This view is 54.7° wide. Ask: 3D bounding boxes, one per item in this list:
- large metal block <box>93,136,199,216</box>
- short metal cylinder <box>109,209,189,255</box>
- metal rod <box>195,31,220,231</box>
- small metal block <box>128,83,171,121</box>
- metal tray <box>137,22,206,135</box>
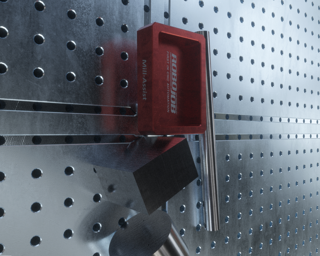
[{"bbox_3d":[-0.017,0.050,0.361,0.081,0.080,0.050,-30,109,-36],"label":"large metal block"},{"bbox_3d":[-0.012,0.144,0.365,0.080,0.080,0.050,-42,116,-32],"label":"short metal cylinder"},{"bbox_3d":[0.071,0.006,0.471,0.025,0.025,0.298,-7,94,-40],"label":"metal rod"},{"bbox_3d":[-0.005,-0.032,0.407,0.050,0.025,0.050,49,61,-29],"label":"small metal block"},{"bbox_3d":[0.017,-0.057,0.389,0.091,0.030,0.129,-1,90,-40],"label":"metal tray"}]
